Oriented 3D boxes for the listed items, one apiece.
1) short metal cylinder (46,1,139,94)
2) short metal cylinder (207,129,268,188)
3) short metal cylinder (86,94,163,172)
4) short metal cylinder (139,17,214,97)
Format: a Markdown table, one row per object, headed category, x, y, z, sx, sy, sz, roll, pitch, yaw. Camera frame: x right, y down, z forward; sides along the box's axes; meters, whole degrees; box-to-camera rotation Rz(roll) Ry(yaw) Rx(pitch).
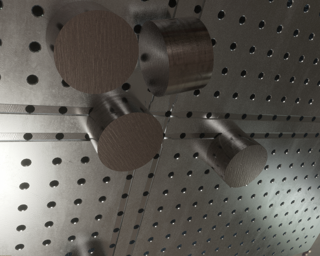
| category | x | y | z | sx | sy | sz | roll | pitch | yaw |
| --- | --- | --- | --- | --- | --- | --- | --- | --- | --- |
| short metal cylinder | -0.068 | -0.081 | 0.309 | 0.081 | 0.050 | 0.079 | -14 | 125 | -21 |
| short metal cylinder | 0.122 | 0.048 | 0.494 | 0.081 | 0.050 | 0.079 | -14 | 125 | -21 |
| short metal cylinder | -0.043 | 0.006 | 0.376 | 0.081 | 0.050 | 0.079 | -14 | 125 | -21 |
| short metal cylinder | 0.015 | -0.077 | 0.337 | 0.050 | 0.080 | 0.079 | -14 | 124 | -21 |
